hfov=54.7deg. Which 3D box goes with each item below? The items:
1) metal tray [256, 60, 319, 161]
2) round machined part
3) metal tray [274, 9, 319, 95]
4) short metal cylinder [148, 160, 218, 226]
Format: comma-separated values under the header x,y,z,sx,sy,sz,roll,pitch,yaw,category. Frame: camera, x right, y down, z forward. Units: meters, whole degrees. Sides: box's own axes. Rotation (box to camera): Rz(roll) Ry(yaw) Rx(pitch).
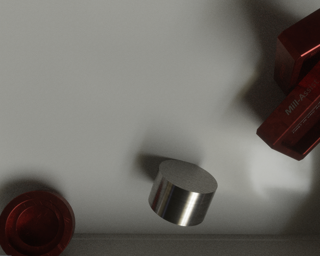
x,y,z,sx,sy,sz,roll,pitch,yaw,category
0.189,-0.023,0.377,0.090,0.030,0.129,20,114,-43,metal tray
-0.169,0.136,0.437,0.099,0.042,0.097,1,83,-5,round machined part
0.171,-0.085,0.330,0.090,0.130,0.030,-31,72,11,metal tray
0.030,0.084,0.414,0.080,0.080,0.050,16,109,-6,short metal cylinder
